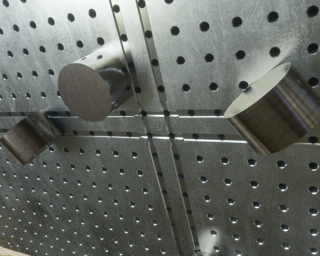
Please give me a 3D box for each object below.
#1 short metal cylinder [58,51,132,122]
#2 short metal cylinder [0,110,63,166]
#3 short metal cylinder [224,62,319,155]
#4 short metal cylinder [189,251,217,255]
[{"bbox_3d":[-0.084,-0.054,0.406,0.080,0.050,0.079,13,124,21],"label":"short metal cylinder"},{"bbox_3d":[-0.203,0.016,0.493,0.080,0.080,0.050,-35,99,38],"label":"short metal cylinder"},{"bbox_3d":[0.111,-0.019,0.306,0.050,0.080,0.080,47,129,-5],"label":"short metal cylinder"},{"bbox_3d":[0.074,0.253,0.513,0.080,0.050,0.079,13,124,21],"label":"short metal cylinder"}]
